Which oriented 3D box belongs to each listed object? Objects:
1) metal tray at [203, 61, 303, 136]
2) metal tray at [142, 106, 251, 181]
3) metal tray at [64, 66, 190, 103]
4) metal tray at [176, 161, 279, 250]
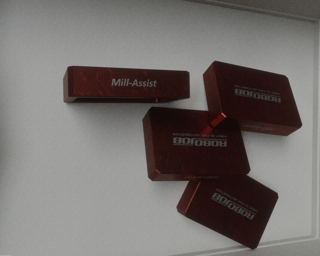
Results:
[{"bbox_3d":[0.130,-0.040,0.437,0.131,0.030,0.090,7,61,-20],"label":"metal tray"},{"bbox_3d":[0.047,0.022,0.406,0.131,0.030,0.090,3,62,-20],"label":"metal tray"},{"bbox_3d":[-0.042,-0.047,0.361,0.131,0.090,0.030,-1,91,-20],"label":"metal tray"},{"bbox_3d":[0.100,0.107,0.447,0.131,0.030,0.090,30,80,-18],"label":"metal tray"}]
